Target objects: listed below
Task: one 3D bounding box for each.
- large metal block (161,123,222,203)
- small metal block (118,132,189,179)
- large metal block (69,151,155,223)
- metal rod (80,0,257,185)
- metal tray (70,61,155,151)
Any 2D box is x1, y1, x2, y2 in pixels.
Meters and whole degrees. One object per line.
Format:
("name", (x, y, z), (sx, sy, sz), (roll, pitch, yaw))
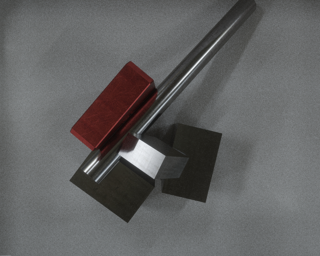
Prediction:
("large metal block", (0.035, 0.039, 0.384), (0.050, 0.080, 0.080), (14, 90, 0))
("small metal block", (-0.006, 0.029, 0.323), (0.050, 0.050, 0.025), (30, 99, 31))
("large metal block", (-0.053, 0.062, 0.383), (0.080, 0.080, 0.050), (36, 90, -1))
("metal rod", (0.022, -0.057, 0.365), (0.025, 0.025, 0.301), (42, 72, 0))
("metal tray", (-0.045, -0.022, 0.357), (0.030, 0.130, 0.090), (40, 91, 0))
